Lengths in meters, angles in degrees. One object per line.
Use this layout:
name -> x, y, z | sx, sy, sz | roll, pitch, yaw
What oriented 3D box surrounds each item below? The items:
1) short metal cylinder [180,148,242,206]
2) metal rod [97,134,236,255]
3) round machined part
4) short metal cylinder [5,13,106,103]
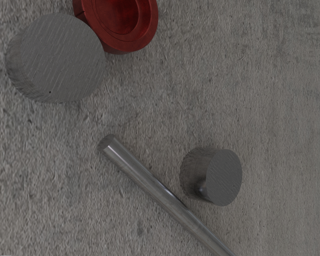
short metal cylinder -> 0.075, 0.069, 0.452 | 0.081, 0.050, 0.079 | 0, 90, -40
metal rod -> 0.025, 0.114, 0.425 | 0.300, 0.025, 0.025 | 48, 61, -29
round machined part -> -0.053, -0.132, 0.349 | 0.099, 0.042, 0.097 | 0, 90, -40
short metal cylinder -> -0.102, -0.065, 0.303 | 0.081, 0.050, 0.079 | 0, 90, -40
